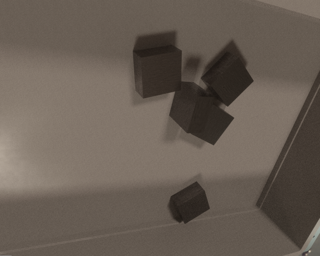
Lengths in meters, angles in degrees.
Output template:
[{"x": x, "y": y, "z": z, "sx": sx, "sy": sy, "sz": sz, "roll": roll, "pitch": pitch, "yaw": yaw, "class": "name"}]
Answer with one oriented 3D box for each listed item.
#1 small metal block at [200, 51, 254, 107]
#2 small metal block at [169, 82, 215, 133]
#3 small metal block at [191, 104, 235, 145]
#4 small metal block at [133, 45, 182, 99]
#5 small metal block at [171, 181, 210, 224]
[{"x": 0.092, "y": -0.066, "z": 0.420, "sx": 0.050, "sy": 0.025, "sz": 0.050, "roll": -45, "pitch": 130, "yaw": 3, "class": "small metal block"}, {"x": 0.039, "y": -0.027, "z": 0.399, "sx": 0.025, "sy": 0.050, "sz": 0.050, "roll": -1, "pitch": 119, "yaw": -28, "class": "small metal block"}, {"x": 0.070, "y": -0.009, "z": 0.443, "sx": 0.050, "sy": 0.025, "sz": 0.050, "roll": 26, "pitch": 104, "yaw": -38, "class": "small metal block"}, {"x": -0.003, "y": -0.067, "z": 0.367, "sx": 0.050, "sy": 0.025, "sz": 0.050, "roll": -15, "pitch": 125, "yaw": -21, "class": "small metal block"}, {"x": 0.051, "y": 0.125, "z": 0.516, "sx": 0.050, "sy": 0.025, "sz": 0.050, "roll": -28, "pitch": 128, "yaw": -11, "class": "small metal block"}]
